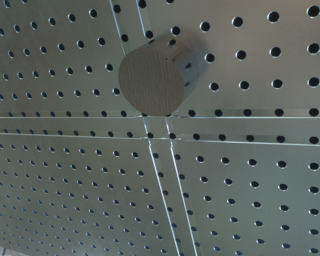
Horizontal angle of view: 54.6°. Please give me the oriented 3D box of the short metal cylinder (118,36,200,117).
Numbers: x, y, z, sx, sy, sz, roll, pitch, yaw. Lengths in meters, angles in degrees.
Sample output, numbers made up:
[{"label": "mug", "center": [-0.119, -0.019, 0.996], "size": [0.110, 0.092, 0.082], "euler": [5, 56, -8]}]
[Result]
[{"label": "short metal cylinder", "center": [-0.001, -0.060, 0.359], "size": [0.080, 0.050, 0.080], "euler": [13, 124, 21]}]
